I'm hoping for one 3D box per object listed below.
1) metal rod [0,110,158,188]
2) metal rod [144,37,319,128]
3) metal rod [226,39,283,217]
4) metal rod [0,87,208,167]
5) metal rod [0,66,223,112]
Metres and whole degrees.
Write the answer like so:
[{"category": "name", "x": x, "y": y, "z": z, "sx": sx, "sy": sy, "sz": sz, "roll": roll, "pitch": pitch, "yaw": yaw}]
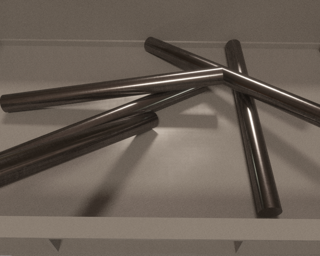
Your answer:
[{"category": "metal rod", "x": -0.098, "y": 0.023, "z": 0.298, "sx": 0.025, "sy": 0.025, "sz": 0.302, "roll": 33, "pitch": 30, "yaw": 24}, {"category": "metal rod", "x": 0.089, "y": -0.076, "z": 0.443, "sx": 0.300, "sy": 0.025, "sz": 0.025, "roll": 32, "pitch": 56, "yaw": 33}, {"category": "metal rod", "x": 0.121, "y": -0.025, "z": 0.427, "sx": 0.025, "sy": 0.025, "sz": 0.300, "roll": 1, "pitch": 50, "yaw": 0}, {"category": "metal rod", "x": -0.068, "y": -0.011, "z": 0.413, "sx": 0.302, "sy": 0.025, "sz": 0.025, "roll": -23, "pitch": 54, "yaw": -19}, {"category": "metal rod", "x": -0.066, "y": -0.053, "z": 0.425, "sx": 0.302, "sy": 0.025, "sz": 0.025, "roll": -7, "pitch": 50, "yaw": 2}]
